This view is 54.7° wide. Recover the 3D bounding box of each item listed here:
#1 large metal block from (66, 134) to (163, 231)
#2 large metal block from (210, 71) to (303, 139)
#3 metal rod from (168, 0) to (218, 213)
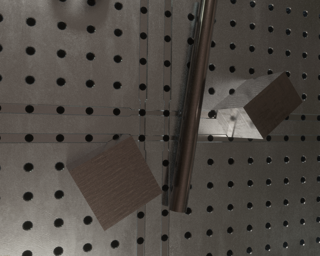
[{"bbox_3d":[-0.057,0.063,0.379,0.080,0.050,0.080,-30,100,-18],"label":"large metal block"},{"bbox_3d":[0.132,-0.030,0.434,0.080,0.080,0.050,-39,103,-16],"label":"large metal block"},{"bbox_3d":[0.047,-0.035,0.431,0.025,0.025,0.298,10,87,-20],"label":"metal rod"}]
